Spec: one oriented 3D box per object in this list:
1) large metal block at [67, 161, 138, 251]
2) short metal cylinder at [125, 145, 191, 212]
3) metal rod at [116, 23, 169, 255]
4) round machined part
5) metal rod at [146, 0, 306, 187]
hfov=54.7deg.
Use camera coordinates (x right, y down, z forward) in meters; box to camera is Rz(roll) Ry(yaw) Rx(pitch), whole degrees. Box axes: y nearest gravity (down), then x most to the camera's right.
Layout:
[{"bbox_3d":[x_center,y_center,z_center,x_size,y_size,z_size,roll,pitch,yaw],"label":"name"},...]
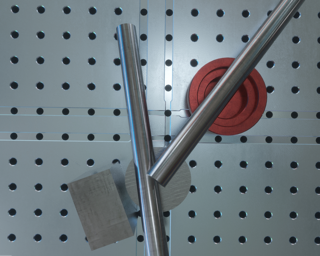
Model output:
[{"bbox_3d":[-0.067,0.091,0.385,0.050,0.080,0.080,-20,90,0],"label":"large metal block"},{"bbox_3d":[-0.002,0.063,0.401,0.081,0.050,0.079,0,90,-1],"label":"short metal cylinder"},{"bbox_3d":[-0.021,0.018,0.364,0.025,0.025,0.299,-9,79,0],"label":"metal rod"},{"bbox_3d":[0.085,-0.039,0.406,0.099,0.042,0.097,0,90,-1],"label":"round machined part"},{"bbox_3d":[0.087,-0.058,0.366,0.025,0.025,0.300,39,78,0],"label":"metal rod"}]
